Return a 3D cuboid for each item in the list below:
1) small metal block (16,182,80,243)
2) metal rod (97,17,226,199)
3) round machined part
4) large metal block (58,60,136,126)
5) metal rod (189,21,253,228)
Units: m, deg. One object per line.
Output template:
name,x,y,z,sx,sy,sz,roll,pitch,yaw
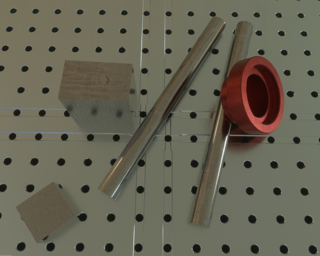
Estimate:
small metal block,-0.134,0.102,0.373,0.050,0.025,0.050,-35,74,-12
metal rod,0.011,-0.039,0.426,0.025,0.025,0.300,30,72,10
round machined part,0.116,-0.040,0.401,0.099,0.042,0.097,5,82,-40
large metal block,-0.074,-0.042,0.397,0.081,0.080,0.050,3,70,1
metal rod,0.088,-0.019,0.419,0.025,0.025,0.299,15,70,5
